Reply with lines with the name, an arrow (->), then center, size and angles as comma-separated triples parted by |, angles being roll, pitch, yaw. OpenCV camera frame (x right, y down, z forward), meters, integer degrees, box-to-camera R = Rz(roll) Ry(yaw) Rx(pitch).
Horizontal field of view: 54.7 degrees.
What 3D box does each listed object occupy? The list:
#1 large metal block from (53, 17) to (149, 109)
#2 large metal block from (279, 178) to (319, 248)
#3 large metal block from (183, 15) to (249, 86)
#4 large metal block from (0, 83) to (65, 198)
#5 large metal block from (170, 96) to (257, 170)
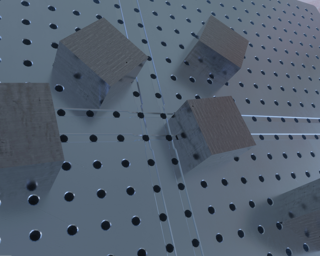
large metal block -> -0.077, -0.086, 0.404 | 0.080, 0.050, 0.080 | 42, 51, 0
large metal block -> 0.227, 0.119, 0.426 | 0.080, 0.080, 0.050 | 33, 51, -7
large metal block -> 0.097, -0.132, 0.527 | 0.080, 0.050, 0.080 | 31, 51, -8
large metal block -> -0.131, 0.013, 0.295 | 0.050, 0.080, 0.080 | -5, 64, -31
large metal block -> 0.072, 0.005, 0.430 | 0.081, 0.050, 0.080 | -8, 66, -32
